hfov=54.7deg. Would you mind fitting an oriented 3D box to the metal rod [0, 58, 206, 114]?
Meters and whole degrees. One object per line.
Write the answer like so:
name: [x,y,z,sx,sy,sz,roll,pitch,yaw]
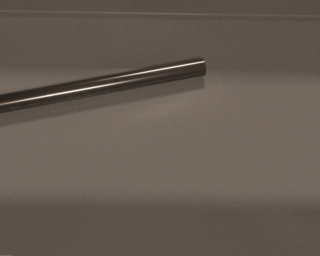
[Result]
metal rod: [-0.086,-0.058,0.429,0.302,0.025,0.025,-11,71,-5]
